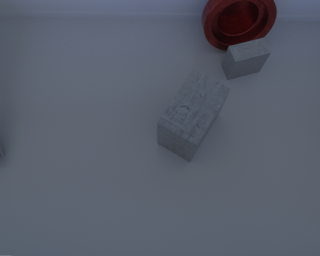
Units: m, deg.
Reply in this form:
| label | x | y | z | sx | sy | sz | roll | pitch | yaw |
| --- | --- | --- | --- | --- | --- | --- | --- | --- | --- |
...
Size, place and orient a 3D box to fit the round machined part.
| label | x | y | z | sx | sy | sz | roll | pitch | yaw |
| --- | --- | --- | --- | --- | --- | --- | --- | --- | --- |
| round machined part | 0.107 | -0.159 | 0.432 | 0.099 | 0.098 | 0.042 | -5 | 56 | -2 |

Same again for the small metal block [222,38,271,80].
| label | x | y | z | sx | sy | sz | roll | pitch | yaw |
| --- | --- | --- | --- | --- | --- | --- | --- | --- | --- |
| small metal block | 0.119 | -0.095 | 0.433 | 0.050 | 0.050 | 0.025 | -15 | 71 | -6 |

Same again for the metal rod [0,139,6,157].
| label | x | y | z | sx | sy | sz | roll | pitch | yaw |
| --- | --- | --- | --- | --- | --- | --- | --- | --- | --- |
| metal rod | -0.249 | -0.104 | 0.376 | 0.025 | 0.025 | 0.298 | -16 | 98 | -6 |

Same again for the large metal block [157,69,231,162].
| label | x | y | z | sx | sy | sz | roll | pitch | yaw |
| --- | --- | --- | --- | --- | --- | --- | --- | --- | --- |
| large metal block | 0.039 | -0.012 | 0.385 | 0.050 | 0.080 | 0.080 | 30 | 73 | 10 |
